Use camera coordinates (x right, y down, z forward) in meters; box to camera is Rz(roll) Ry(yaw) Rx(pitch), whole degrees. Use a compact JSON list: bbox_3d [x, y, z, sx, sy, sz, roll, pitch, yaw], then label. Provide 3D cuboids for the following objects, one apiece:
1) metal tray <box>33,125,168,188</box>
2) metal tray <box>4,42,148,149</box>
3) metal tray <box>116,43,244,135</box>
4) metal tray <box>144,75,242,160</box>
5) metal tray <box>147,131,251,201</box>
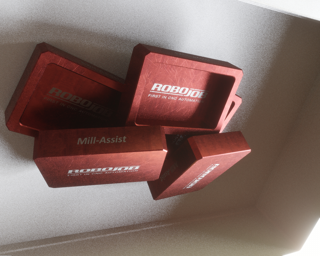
[{"bbox_3d":[-0.063,0.034,0.347,0.131,0.030,0.090,-3,151,-10],"label":"metal tray"},{"bbox_3d":[-0.086,-0.024,0.341,0.131,0.030,0.090,21,107,-37],"label":"metal tray"},{"bbox_3d":[0.024,-0.038,0.355,0.131,0.030,0.089,3,117,-31],"label":"metal tray"},{"bbox_3d":[0.042,-0.006,0.425,0.091,0.030,0.129,21,107,-37],"label":"metal tray"},{"bbox_3d":[0.049,0.054,0.424,0.091,0.030,0.129,-5,150,-33],"label":"metal tray"}]
